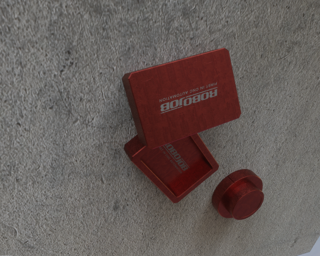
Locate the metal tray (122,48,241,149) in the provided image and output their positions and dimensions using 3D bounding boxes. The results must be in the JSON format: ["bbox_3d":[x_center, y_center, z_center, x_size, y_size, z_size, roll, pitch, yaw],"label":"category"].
[{"bbox_3d":[0.029,-0.038,0.377,0.131,0.030,0.089,-19,104,-18],"label":"metal tray"}]

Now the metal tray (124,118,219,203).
[{"bbox_3d":[0.021,0.043,0.443,0.090,0.030,0.130,-39,130,-2],"label":"metal tray"}]

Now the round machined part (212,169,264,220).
[{"bbox_3d":[0.146,0.125,0.556,0.099,0.042,0.097,-14,125,-21],"label":"round machined part"}]
